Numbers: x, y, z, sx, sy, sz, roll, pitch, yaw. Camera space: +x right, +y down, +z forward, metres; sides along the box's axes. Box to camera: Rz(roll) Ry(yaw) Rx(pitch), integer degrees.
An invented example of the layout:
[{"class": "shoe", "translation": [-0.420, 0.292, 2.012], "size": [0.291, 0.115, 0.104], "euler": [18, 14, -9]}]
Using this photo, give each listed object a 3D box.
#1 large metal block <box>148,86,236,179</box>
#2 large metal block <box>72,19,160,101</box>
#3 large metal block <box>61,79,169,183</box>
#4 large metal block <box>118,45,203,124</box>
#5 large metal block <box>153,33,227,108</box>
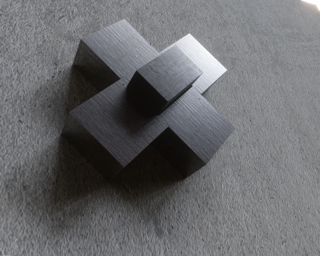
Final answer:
[{"class": "large metal block", "translation": [0.039, 0.005, 0.408], "size": [0.080, 0.050, 0.080], "euler": [45, 51, 3]}, {"class": "large metal block", "translation": [-0.054, -0.088, 0.414], "size": [0.080, 0.050, 0.080], "euler": [45, 51, 3]}, {"class": "large metal block", "translation": [-0.052, 0.002, 0.360], "size": [0.080, 0.050, 0.080], "euler": [45, 51, 3]}, {"class": "large metal block", "translation": [-0.002, -0.049, 0.400], "size": [0.050, 0.080, 0.080], "euler": [45, 51, 3]}, {"class": "large metal block", "translation": [0.039, -0.083, 0.462], "size": [0.080, 0.050, 0.080], "euler": [45, 51, 3]}]
